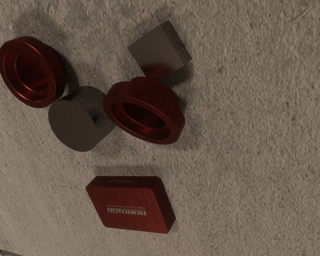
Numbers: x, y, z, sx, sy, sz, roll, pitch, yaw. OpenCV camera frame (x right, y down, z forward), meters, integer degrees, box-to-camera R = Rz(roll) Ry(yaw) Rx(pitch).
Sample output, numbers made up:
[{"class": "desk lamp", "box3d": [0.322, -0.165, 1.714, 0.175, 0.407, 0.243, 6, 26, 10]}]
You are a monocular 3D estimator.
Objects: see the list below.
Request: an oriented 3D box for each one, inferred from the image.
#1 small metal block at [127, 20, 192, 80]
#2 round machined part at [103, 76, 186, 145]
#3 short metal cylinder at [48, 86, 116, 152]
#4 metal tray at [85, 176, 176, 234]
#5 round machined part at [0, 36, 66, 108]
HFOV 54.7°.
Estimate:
[{"class": "small metal block", "box3d": [0.000, -0.086, 0.353, 0.050, 0.025, 0.050, -24, 106, 36]}, {"class": "round machined part", "box3d": [-0.015, -0.024, 0.371, 0.098, 0.042, 0.098, 20, 154, 11]}, {"class": "short metal cylinder", "box3d": [-0.108, -0.013, 0.438, 0.080, 0.050, 0.079, 13, 124, 20]}, {"class": "metal tray", "box3d": [-0.049, 0.123, 0.504, 0.130, 0.030, 0.090, -5, 116, 30]}, {"class": "round machined part", "box3d": [-0.173, -0.080, 0.435, 0.098, 0.042, 0.097, 13, 124, 20]}]
